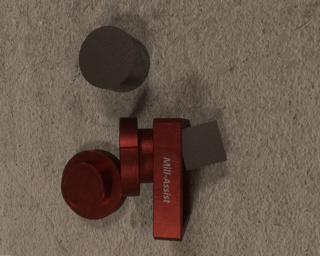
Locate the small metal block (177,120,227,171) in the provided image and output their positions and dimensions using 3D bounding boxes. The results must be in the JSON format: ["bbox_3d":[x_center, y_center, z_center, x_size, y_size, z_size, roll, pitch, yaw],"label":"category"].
[{"bbox_3d":[0.050,0.022,0.383,0.050,0.025,0.050,-14,85,-2],"label":"small metal block"}]

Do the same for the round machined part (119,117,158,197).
[{"bbox_3d":[-0.026,0.035,0.384,0.042,0.098,0.097,-2,89,-5],"label":"round machined part"}]

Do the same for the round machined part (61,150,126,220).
[{"bbox_3d":[-0.097,0.080,0.433,0.098,0.042,0.097,0,90,19],"label":"round machined part"}]

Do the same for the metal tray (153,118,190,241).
[{"bbox_3d":[0.016,0.054,0.366,0.030,0.090,0.129,0,90,11],"label":"metal tray"}]

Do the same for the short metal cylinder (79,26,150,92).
[{"bbox_3d":[-0.060,-0.090,0.416,0.080,0.050,0.079,0,90,19],"label":"short metal cylinder"}]
